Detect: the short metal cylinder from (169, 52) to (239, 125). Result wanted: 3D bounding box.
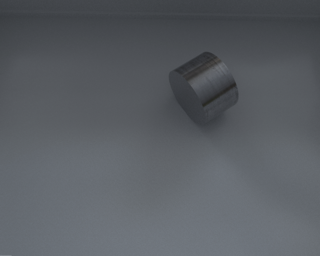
[{"bbox_3d":[0.055,-0.050,0.400,0.050,0.080,0.080,-32,74,-11],"label":"short metal cylinder"}]
